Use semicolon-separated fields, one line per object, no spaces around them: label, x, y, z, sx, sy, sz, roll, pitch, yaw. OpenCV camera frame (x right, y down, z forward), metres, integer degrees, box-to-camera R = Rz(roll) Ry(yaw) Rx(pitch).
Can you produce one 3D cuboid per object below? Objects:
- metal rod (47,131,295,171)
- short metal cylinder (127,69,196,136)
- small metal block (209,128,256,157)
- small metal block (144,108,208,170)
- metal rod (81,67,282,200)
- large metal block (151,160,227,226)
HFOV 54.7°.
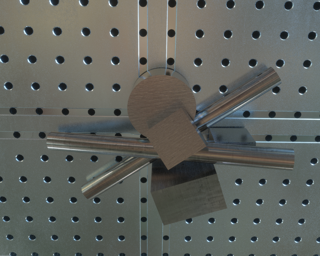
metal rod;0.003;0.026;0.382;0.301;0.025;0.025;4;111;12
short metal cylinder;0.002;-0.031;0.385;0.081;0.050;0.079;0;109;0
small metal block;0.092;0.020;0.405;0.050;0.050;0.025;1;110;1
small metal block;0.019;0.012;0.352;0.050;0.025;0.050;-34;84;11
metal rod;0.020;0.013;0.415;0.300;0.025;0.025;-32;107;11
large metal block;0.035;0.072;0.406;0.080;0.080;0.050;-17;109;6
